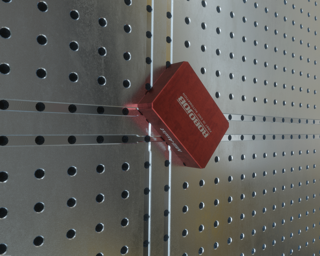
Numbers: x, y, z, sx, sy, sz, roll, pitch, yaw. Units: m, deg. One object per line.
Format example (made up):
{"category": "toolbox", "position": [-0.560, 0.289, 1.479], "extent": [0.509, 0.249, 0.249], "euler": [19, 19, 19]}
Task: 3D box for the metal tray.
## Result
{"category": "metal tray", "position": [0.039, -0.016, 0.437], "extent": [0.130, 0.030, 0.090], "euler": [50, 61, -28]}
